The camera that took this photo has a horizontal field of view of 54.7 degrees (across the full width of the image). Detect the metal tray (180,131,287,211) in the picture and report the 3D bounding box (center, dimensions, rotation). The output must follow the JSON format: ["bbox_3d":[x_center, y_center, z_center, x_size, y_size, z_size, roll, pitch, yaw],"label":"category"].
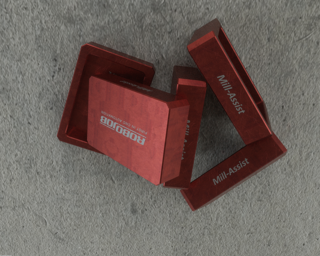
[{"bbox_3d":[0.097,0.056,0.398,0.130,0.090,0.030,-36,71,12],"label":"metal tray"}]

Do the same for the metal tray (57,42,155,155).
[{"bbox_3d":[-0.069,-0.033,0.395,0.091,0.030,0.129,19,109,-7],"label":"metal tray"}]

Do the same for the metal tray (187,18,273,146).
[{"bbox_3d":[0.082,-0.055,0.355,0.030,0.090,0.130,-27,109,24],"label":"metal tray"}]

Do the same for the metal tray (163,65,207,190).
[{"bbox_3d":[0.026,-0.003,0.376,0.030,0.090,0.129,6,111,-3],"label":"metal tray"}]

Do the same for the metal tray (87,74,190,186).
[{"bbox_3d":[-0.031,-0.004,0.349,0.130,0.030,0.089,24,116,38],"label":"metal tray"}]
